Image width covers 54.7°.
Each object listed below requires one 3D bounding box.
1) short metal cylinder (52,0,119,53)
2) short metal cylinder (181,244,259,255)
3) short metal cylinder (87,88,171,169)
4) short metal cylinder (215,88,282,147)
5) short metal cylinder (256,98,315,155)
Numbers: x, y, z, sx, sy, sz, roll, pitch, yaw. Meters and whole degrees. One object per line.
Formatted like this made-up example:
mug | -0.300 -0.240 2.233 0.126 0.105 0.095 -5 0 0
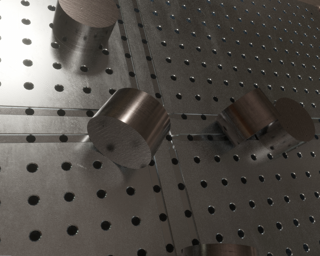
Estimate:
short metal cylinder | -0.104 -0.152 0.430 0.081 0.050 0.080 14 56 -21
short metal cylinder | 0.062 0.152 0.315 0.081 0.080 0.050 15 56 -20
short metal cylinder | -0.035 0.001 0.355 0.080 0.080 0.050 36 51 -5
short metal cylinder | 0.128 -0.015 0.453 0.081 0.080 0.050 -25 76 -37
short metal cylinder | 0.202 -0.003 0.506 0.081 0.050 0.080 14 56 -21
